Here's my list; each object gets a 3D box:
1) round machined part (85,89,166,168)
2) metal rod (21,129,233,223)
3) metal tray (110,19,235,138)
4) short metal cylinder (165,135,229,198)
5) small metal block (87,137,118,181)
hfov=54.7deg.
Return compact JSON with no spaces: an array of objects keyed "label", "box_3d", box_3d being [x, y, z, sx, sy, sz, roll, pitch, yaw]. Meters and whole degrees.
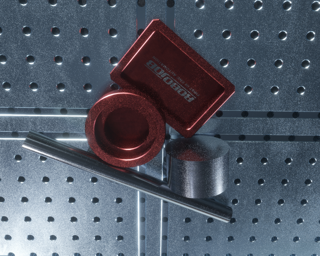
[{"label":"round machined part","box_3d":[-0.041,-0.002,0.394,0.099,0.042,0.097,0,110,1]},{"label":"metal rod","box_3d":[-0.030,0.072,0.418,0.302,0.025,0.025,24,108,-18]},{"label":"metal tray","box_3d":[0.016,-0.060,0.388,0.130,0.030,0.090,38,105,-13]},{"label":"short metal cylinder","box_3d":[0.048,0.047,0.401,0.081,0.080,0.050,-4,110,1]},{"label":"small metal block","box_3d":[-0.076,0.040,0.427,0.050,0.025,0.050,27,108,-10]}]
